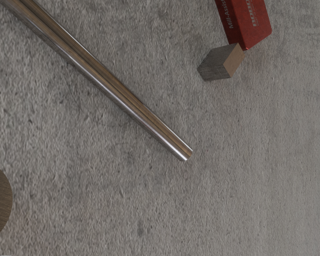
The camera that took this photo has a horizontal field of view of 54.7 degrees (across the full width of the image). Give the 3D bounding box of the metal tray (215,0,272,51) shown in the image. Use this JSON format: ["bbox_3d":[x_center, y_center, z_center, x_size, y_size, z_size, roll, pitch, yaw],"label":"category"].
[{"bbox_3d":[0.136,-0.203,0.515,0.091,0.030,0.129,-37,113,-34],"label":"metal tray"}]

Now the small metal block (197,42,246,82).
[{"bbox_3d":[0.091,-0.098,0.465,0.025,0.050,0.050,51,60,-28],"label":"small metal block"}]

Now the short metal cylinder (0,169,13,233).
[{"bbox_3d":[-0.168,0.058,0.248,0.081,0.050,0.080,0,90,-40],"label":"short metal cylinder"}]

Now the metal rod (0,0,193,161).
[{"bbox_3d":[-0.059,-0.050,0.355,0.300,0.025,0.025,43,64,-32],"label":"metal rod"}]
